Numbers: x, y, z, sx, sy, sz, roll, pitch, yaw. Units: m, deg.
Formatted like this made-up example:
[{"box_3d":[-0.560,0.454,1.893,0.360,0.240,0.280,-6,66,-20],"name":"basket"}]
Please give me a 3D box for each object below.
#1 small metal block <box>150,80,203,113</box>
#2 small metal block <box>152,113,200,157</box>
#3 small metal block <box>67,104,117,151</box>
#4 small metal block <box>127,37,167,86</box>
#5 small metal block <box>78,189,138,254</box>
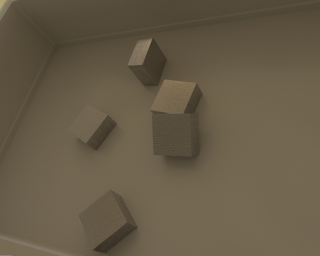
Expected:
[{"box_3d":[0.022,-0.035,0.416,0.050,0.025,0.050,12,68,33],"name":"small metal block"},{"box_3d":[0.019,0.007,0.377,0.050,0.025,0.050,0,94,28],"name":"small metal block"},{"box_3d":[-0.101,-0.002,0.460,0.050,0.025,0.050,27,76,37],"name":"small metal block"},{"box_3d":[-0.017,-0.097,0.459,0.025,0.050,0.050,4,64,30],"name":"small metal block"},{"box_3d":[-0.063,0.111,0.371,0.050,0.025,0.050,-39,51,1],"name":"small metal block"}]
